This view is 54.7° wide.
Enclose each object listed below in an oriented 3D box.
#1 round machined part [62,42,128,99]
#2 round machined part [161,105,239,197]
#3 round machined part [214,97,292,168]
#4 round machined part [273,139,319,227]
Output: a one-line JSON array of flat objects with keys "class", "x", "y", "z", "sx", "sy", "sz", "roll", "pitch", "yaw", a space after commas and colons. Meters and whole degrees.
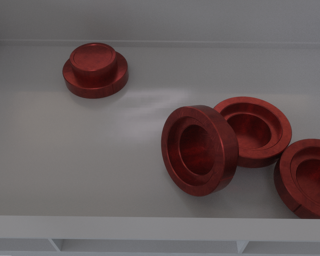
[{"class": "round machined part", "x": -0.099, "y": -0.093, "z": 0.472, "sx": 0.099, "sy": 0.042, "sz": 0.098, "roll": 0, "pitch": 50, "yaw": 0}, {"class": "round machined part", "x": 0.048, "y": 0.023, "z": 0.344, "sx": 0.042, "sy": 0.097, "sz": 0.098, "roll": -9, "pitch": 47, "yaw": -37}, {"class": "round machined part", "x": 0.107, "y": 0.009, "z": 0.387, "sx": 0.099, "sy": 0.042, "sz": 0.098, "roll": 0, "pitch": 50, "yaw": 0}, {"class": "round machined part", "x": 0.173, "y": 0.063, "z": 0.339, "sx": 0.099, "sy": 0.042, "sz": 0.098, "roll": 2, "pitch": 53, "yaw": -2}]
